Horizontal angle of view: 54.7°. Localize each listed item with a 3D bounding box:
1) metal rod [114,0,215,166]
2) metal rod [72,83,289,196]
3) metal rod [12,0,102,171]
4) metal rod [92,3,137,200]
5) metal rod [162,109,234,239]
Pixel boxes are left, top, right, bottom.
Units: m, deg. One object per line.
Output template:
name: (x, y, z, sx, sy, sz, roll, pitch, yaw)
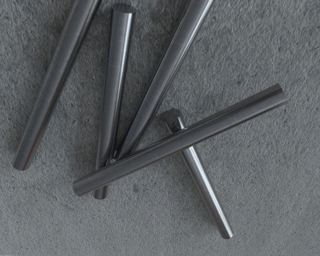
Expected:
metal rod: (0.003, -0.058, 0.357, 0.025, 0.025, 0.298, 18, 128, -15)
metal rod: (0.010, 0.024, 0.393, 0.300, 0.025, 0.025, -26, 126, 20)
metal rod: (-0.127, -0.047, 0.364, 0.025, 0.025, 0.298, 23, 126, -19)
metal rod: (-0.066, -0.007, 0.400, 0.025, 0.025, 0.298, 9, 130, -8)
metal rod: (0.069, 0.089, 0.484, 0.025, 0.025, 0.299, -17, 129, 13)
